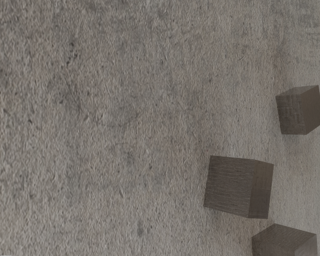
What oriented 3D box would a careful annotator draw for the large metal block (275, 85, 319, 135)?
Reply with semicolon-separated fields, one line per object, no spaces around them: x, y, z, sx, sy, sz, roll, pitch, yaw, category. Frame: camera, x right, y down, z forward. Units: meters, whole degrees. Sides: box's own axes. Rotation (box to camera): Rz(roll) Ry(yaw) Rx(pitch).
0.283;-0.037;0.625;0.081;0.050;0.080;-22;104;-38;large metal block

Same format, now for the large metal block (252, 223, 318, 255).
0.224;0.218;0.557;0.081;0.080;0.050;-9;96;-40;large metal block

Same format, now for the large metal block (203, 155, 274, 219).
0.118;0.087;0.468;0.050;0.080;0.080;16;80;-39;large metal block
